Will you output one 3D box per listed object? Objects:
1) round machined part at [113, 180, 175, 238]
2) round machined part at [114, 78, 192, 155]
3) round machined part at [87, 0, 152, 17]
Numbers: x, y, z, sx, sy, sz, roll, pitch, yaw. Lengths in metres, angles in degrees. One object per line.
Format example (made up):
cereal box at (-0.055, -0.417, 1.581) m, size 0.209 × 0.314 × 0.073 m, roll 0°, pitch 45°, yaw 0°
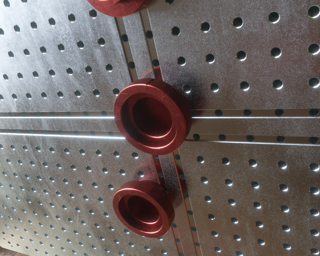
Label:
round machined part at (-0.021, 0.121, 0.487) m, size 0.098 × 0.042 × 0.097 m, roll 13°, pitch 124°, yaw 21°
round machined part at (-0.006, -0.018, 0.393) m, size 0.098 × 0.042 × 0.097 m, roll 13°, pitch 124°, yaw 21°
round machined part at (-0.052, -0.167, 0.325) m, size 0.098 × 0.042 × 0.097 m, roll 13°, pitch 124°, yaw 21°
